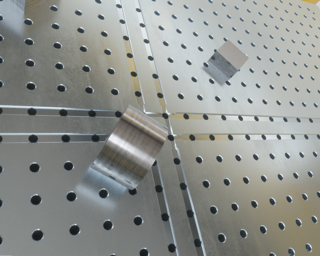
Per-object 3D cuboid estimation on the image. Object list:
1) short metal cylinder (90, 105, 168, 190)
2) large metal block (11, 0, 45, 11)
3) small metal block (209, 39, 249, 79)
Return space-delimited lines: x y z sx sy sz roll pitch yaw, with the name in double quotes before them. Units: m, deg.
"short metal cylinder" -0.034 0.021 0.342 0.050 0.080 0.080 32 52 -8
"large metal block" -0.187 -0.220 0.426 0.080 0.050 0.080 38 51 -3
"small metal block" 0.122 -0.122 0.549 0.050 0.025 0.050 43 51 1
